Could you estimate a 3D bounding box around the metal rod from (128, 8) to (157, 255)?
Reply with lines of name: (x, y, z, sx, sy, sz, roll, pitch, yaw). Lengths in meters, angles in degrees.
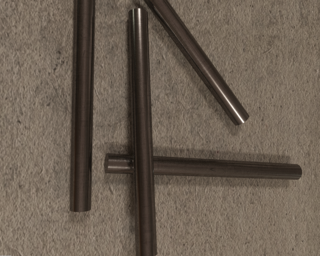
metal rod: (-0.022, 0.000, 0.380, 0.025, 0.025, 0.298, 0, 82, -20)

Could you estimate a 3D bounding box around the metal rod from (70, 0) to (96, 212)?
metal rod: (-0.093, -0.051, 0.375, 0.025, 0.025, 0.298, 1, 90, -20)

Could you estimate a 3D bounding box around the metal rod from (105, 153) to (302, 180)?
metal rod: (0.075, 0.057, 0.438, 0.302, 0.025, 0.025, 5, 88, -20)

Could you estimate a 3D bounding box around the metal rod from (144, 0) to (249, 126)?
metal rod: (0.029, -0.125, 0.420, 0.025, 0.025, 0.300, -43, 104, -15)
